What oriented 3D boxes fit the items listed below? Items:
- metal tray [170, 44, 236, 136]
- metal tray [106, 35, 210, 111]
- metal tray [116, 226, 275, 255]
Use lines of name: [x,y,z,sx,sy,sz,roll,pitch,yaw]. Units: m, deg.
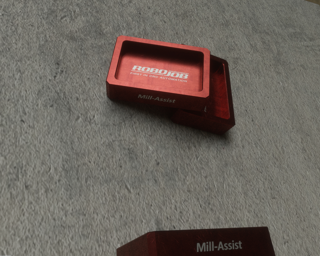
metal tray: [0.063,-0.060,0.470,0.091,0.030,0.130,15,56,-20]
metal tray: [0.000,-0.075,0.419,0.131,0.030,0.090,8,58,-3]
metal tray: [0.033,0.123,0.304,0.131,0.090,0.030,7,59,-25]
